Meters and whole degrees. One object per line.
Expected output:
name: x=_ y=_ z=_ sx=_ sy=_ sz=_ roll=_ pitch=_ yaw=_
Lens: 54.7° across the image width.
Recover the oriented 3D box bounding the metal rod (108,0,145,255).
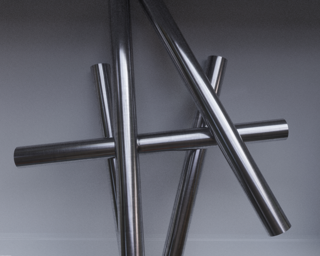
metal rod: x=-0.037 y=-0.014 z=0.330 sx=0.025 sy=0.025 sz=0.298 roll=-4 pitch=81 yaw=1

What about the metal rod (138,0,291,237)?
metal rod: x=0.050 y=-0.029 z=0.332 sx=0.025 sy=0.025 sz=0.299 roll=-29 pitch=81 yaw=10

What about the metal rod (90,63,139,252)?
metal rod: x=-0.049 y=0.070 z=0.373 sx=0.025 sy=0.025 sz=0.298 roll=-10 pitch=86 yaw=3

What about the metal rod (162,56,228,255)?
metal rod: x=0.037 y=0.060 z=0.375 sx=0.025 sy=0.025 sz=0.298 roll=14 pitch=87 yaw=-5

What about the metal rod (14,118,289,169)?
metal rod: x=-0.009 y=0.017 z=0.351 sx=0.302 sy=0.025 sz=0.025 roll=-6 pitch=110 yaw=-1
